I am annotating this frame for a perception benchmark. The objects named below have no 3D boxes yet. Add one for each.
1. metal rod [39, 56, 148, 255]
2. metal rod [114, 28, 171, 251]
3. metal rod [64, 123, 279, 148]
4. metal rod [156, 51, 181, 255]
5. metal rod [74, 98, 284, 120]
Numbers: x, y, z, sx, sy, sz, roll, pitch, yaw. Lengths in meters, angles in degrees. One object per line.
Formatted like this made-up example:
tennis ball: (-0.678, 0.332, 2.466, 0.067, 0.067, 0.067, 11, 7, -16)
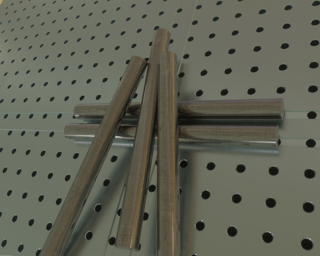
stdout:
metal rod: (-0.085, 0.041, 0.402, 0.025, 0.025, 0.299, 15, 76, 34)
metal rod: (-0.015, -0.007, 0.388, 0.025, 0.025, 0.299, -6, 59, 25)
metal rod: (-0.005, 0.007, 0.406, 0.300, 0.025, 0.025, 1, 62, 28)
metal rod: (0.009, 0.043, 0.352, 0.025, 0.025, 0.299, -10, 64, 22)
metal rod: (0.005, -0.023, 0.419, 0.300, 0.025, 0.025, 1, 62, 28)
